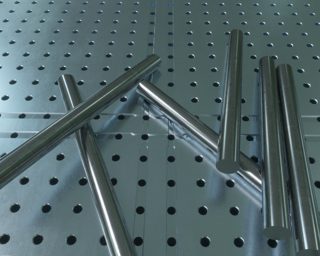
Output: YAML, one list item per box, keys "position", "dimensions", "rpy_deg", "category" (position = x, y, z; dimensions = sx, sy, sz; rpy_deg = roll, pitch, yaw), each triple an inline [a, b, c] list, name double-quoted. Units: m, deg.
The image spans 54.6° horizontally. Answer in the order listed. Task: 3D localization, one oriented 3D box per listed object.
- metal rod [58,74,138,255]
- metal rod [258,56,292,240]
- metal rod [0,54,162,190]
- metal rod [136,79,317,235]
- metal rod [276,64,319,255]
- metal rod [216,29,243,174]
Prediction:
- position: [-0.083, 0.035, 0.377]
  dimensions: [0.025, 0.025, 0.300]
  rpy_deg: [-18, 52, -14]
  category: "metal rod"
- position: [0.139, -0.004, 0.389]
  dimensions: [0.025, 0.025, 0.301]
  rpy_deg: [10, 44, 8]
  category: "metal rod"
- position: [-0.088, -0.027, 0.400]
  dimensions: [0.025, 0.025, 0.301]
  rpy_deg: [26, 46, 20]
  category: "metal rod"
- position: [0.075, 0.025, 0.387]
  dimensions: [0.025, 0.025, 0.300]
  rpy_deg: [-34, 58, -25]
  category: "metal rod"
- position: [0.163, 0.011, 0.377]
  dimensions: [0.025, 0.025, 0.300]
  rpy_deg: [9, 44, 8]
  category: "metal rod"
- position: [0.103, -0.060, 0.439]
  dimensions: [0.025, 0.025, 0.300]
  rpy_deg: [9, 45, 8]
  category: "metal rod"
